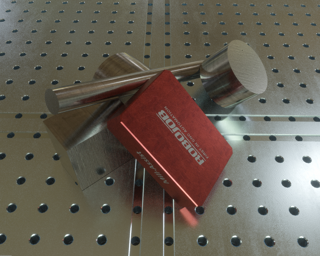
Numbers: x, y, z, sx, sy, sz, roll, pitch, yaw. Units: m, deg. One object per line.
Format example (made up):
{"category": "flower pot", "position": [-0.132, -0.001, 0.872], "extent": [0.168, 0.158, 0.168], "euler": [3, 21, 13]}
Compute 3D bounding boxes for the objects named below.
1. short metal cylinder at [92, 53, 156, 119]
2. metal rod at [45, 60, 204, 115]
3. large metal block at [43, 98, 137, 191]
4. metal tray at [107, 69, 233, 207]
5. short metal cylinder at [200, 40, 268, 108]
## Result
{"category": "short metal cylinder", "position": [-0.044, -0.053, 0.416], "extent": [0.080, 0.080, 0.050], "euler": [-36, 59, -27]}
{"category": "metal rod", "position": [0.001, -0.064, 0.392], "extent": [0.025, 0.025, 0.302], "euler": [39, 39, 27]}
{"category": "large metal block", "position": [-0.076, 0.014, 0.359], "extent": [0.081, 0.080, 0.050], "euler": [-33, 58, -25]}
{"category": "metal tray", "position": [0.017, 0.012, 0.343], "extent": [0.130, 0.030, 0.090], "euler": [49, 55, -15]}
{"category": "short metal cylinder", "position": [0.102, -0.073, 0.429], "extent": [0.081, 0.050, 0.080], "euler": [17, 60, -33]}
